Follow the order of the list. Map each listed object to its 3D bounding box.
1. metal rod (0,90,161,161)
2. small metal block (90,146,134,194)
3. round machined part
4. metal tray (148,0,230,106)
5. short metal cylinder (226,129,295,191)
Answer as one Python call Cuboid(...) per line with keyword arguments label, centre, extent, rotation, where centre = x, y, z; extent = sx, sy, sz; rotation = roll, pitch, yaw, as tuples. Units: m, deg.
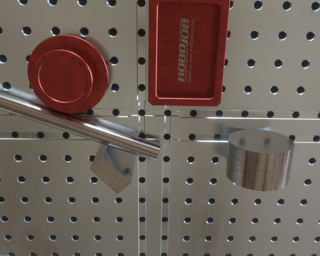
Cuboid(label="metal rod", centre=(-0.145, -0.015, 0.405), extent=(0.302, 0.025, 0.025), rotation=(19, 109, -8))
Cuboid(label="small metal block", centre=(-0.063, 0.053, 0.419), extent=(0.025, 0.050, 0.050), rotation=(-40, 106, 13))
Cuboid(label="round machined part", centre=(-0.113, -0.064, 0.379), extent=(0.099, 0.042, 0.097), rotation=(0, 110, -1))
Cuboid(label="metal tray", centre=(0.032, -0.093, 0.376), extent=(0.091, 0.030, 0.129), rotation=(1, 110, -1))
Cuboid(label="short metal cylinder", centre=(0.127, 0.039, 0.400), extent=(0.081, 0.080, 0.050), rotation=(0, 110, -1))
